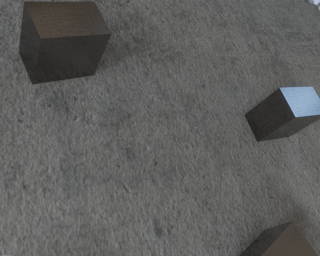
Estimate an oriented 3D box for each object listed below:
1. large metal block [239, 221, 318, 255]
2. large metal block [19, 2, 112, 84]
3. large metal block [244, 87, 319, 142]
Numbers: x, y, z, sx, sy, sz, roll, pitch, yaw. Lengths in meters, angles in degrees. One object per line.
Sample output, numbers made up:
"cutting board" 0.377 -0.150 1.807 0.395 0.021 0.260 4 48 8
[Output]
"large metal block" 0.144 0.170 0.364 0.081 0.050 0.080 -25 76 -37
"large metal block" -0.115 -0.101 0.369 0.081 0.080 0.050 -17 71 -35
"large metal block" 0.198 -0.022 0.492 0.081 0.080 0.050 -6 65 -31
